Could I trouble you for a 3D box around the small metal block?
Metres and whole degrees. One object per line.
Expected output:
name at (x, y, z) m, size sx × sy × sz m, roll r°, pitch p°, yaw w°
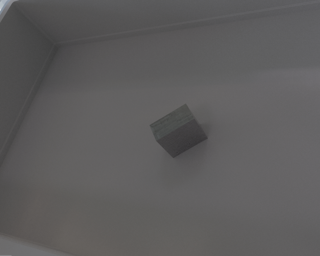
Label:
small metal block at (0.023, 0.005, 0.375) m, size 0.050 × 0.050 × 0.025 m, roll -31°, pitch 52°, yaw 8°
